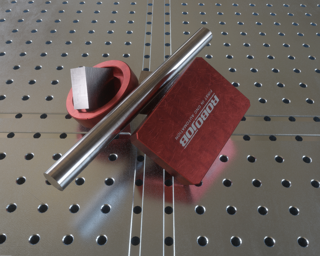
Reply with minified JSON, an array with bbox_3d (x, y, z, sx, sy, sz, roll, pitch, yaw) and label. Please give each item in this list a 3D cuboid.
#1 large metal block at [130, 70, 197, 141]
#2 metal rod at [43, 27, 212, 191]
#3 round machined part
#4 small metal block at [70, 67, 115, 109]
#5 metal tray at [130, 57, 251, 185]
[{"bbox_3d":[0.008,-0.028,0.415,0.080,0.050,0.080,7,50,5],"label":"large metal block"},{"bbox_3d":[-0.018,-0.043,0.378,0.025,0.025,0.301,28,55,21],"label":"metal rod"},{"bbox_3d":[-0.071,-0.040,0.412,0.098,0.042,0.098,-15,50,20],"label":"round machined part"},{"bbox_3d":[-0.084,-0.051,0.397,0.025,0.050,0.050,-1,6,33],"label":"small metal block"},{"bbox_3d":[0.039,-0.009,0.369,0.090,0.030,0.130,40,70,-8],"label":"metal tray"}]
